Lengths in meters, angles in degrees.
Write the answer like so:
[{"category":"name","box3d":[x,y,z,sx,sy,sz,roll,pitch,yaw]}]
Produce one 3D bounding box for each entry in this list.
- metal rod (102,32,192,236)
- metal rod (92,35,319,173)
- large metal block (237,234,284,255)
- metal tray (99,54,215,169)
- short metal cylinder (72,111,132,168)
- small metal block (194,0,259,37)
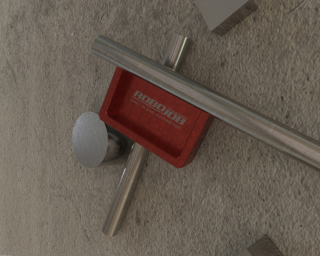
[{"category":"metal rod","box3d":[-0.024,0.020,0.422,0.025,0.025,0.298,33,110,35]},{"category":"metal rod","box3d":[0.050,-0.028,0.316,0.300,0.025,0.025,30,109,20]},{"category":"large metal block","box3d":[0.097,0.169,0.307,0.080,0.050,0.080,51,120,27]},{"category":"metal tray","box3d":[-0.004,-0.022,0.375,0.130,0.030,0.089,31,109,20]},{"category":"short metal cylinder","box3d":[-0.084,0.016,0.455,0.080,0.050,0.079,0,90,39]},{"category":"small metal block","box3d":[0.072,-0.140,0.344,0.050,0.025,0.050,-34,69,34]}]
